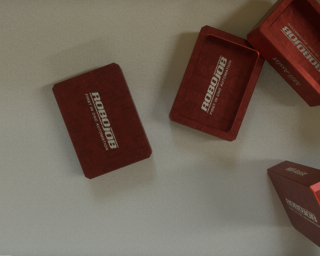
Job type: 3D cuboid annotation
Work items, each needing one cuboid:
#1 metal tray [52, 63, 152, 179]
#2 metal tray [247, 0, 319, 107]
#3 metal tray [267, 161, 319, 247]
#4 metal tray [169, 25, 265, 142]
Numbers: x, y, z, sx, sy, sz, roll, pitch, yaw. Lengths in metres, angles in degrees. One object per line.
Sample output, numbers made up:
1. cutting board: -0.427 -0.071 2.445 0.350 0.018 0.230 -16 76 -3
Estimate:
1. metal tray: -0.074 -0.009 0.408 0.090 0.030 0.129 -21 90 0
2. metal tray: 0.184 -0.102 0.390 0.130 0.030 0.090 43 76 -8
3. metal tray: 0.177 0.091 0.360 0.030 0.130 0.090 -25 90 0
4. metal tray: 0.075 -0.057 0.409 0.090 0.030 0.129 20 90 0
